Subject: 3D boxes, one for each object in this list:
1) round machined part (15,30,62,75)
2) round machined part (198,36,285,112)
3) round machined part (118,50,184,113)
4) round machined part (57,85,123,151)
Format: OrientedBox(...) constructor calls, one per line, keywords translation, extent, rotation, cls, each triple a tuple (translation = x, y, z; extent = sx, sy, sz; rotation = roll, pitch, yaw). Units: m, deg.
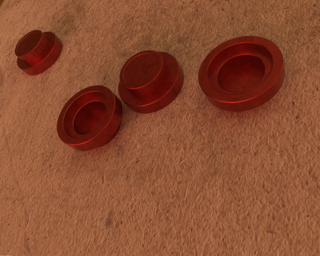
OrientedBox(translation=(-0.249, -0.157, 0.621), extent=(0.098, 0.042, 0.098), rotation=(-13, 56, 21), cls="round machined part")
OrientedBox(translation=(0.100, -0.061, 0.378), extent=(0.098, 0.042, 0.098), rotation=(-13, 56, 21), cls="round machined part")
OrientedBox(translation=(-0.019, -0.073, 0.448), extent=(0.098, 0.042, 0.098), rotation=(-13, 56, 21), cls="round machined part")
OrientedBox(translation=(-0.096, -0.010, 0.450), extent=(0.098, 0.042, 0.098), rotation=(-13, 56, 21), cls="round machined part")
